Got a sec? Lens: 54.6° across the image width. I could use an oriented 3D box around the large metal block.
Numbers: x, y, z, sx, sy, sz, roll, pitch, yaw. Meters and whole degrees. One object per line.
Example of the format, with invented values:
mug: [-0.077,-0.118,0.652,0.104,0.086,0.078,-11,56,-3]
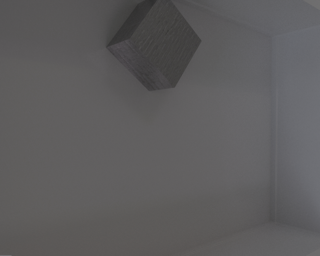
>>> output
large metal block: [-0.005,-0.104,0.385,0.080,0.050,0.080,43,64,-31]
